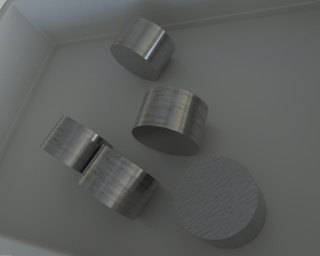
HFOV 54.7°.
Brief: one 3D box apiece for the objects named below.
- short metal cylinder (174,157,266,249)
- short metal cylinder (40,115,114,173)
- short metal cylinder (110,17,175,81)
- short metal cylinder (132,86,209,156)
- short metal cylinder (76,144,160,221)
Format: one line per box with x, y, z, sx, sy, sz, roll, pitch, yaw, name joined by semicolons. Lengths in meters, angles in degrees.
0.061;0.075;0.311;0.080;0.050;0.080;-13;56;21;short metal cylinder
-0.109;0.026;0.412;0.080;0.080;0.050;23;74;36;short metal cylinder
-0.025;-0.114;0.454;0.080;0.080;0.050;21;73;36;short metal cylinder
0.013;-0.006;0.367;0.080;0.080;0.050;3;63;29;short metal cylinder
-0.047;0.062;0.357;0.080;0.080;0.050;26;76;37;short metal cylinder
